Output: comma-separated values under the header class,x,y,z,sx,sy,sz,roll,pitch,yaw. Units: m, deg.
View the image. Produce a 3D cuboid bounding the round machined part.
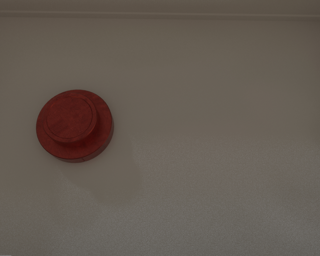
class,x,y,z,sx,sy,sz,roll,pitch,yaw
round machined part,-0.112,-0.007,0.403,0.099,0.042,0.098,0,70,0
